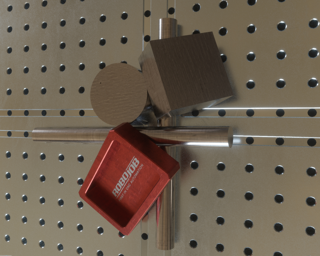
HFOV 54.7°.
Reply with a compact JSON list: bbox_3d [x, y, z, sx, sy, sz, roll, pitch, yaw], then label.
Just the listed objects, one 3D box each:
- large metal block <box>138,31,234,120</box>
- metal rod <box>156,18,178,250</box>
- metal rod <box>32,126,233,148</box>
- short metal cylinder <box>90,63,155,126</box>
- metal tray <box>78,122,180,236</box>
[{"bbox_3d":[0.029,-0.061,0.368,0.081,0.050,0.080,-15,84,-21],"label":"large metal block"},{"bbox_3d":[0.009,0.008,0.409,0.025,0.025,0.298,1,91,20],"label":"metal rod"},{"bbox_3d":[-0.055,0.011,0.414,0.300,0.025,0.025,0,90,27],"label":"metal rod"},{"bbox_3d":[-0.045,-0.043,0.415,0.080,0.050,0.079,0,90,20],"label":"short metal cylinder"},{"bbox_3d":[-0.044,0.068,0.398,0.090,0.030,0.129,38,123,10],"label":"metal tray"}]
